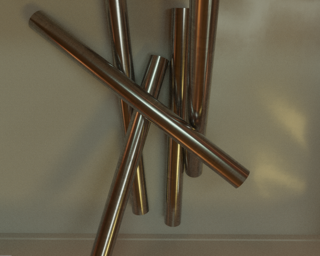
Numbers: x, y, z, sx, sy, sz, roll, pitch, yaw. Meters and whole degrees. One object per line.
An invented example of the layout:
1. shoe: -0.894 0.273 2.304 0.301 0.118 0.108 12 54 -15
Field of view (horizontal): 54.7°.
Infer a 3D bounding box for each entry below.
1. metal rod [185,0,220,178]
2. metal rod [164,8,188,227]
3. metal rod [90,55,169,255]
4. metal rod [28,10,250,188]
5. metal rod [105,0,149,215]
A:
1. metal rod: 0.041 -0.042 0.327 0.025 0.025 0.298 -3 137 1
2. metal rod: 0.022 0.000 0.411 0.025 0.025 0.298 1 110 -1
3. metal rod: -0.043 0.058 0.375 0.025 0.025 0.298 17 87 -6
4. metal rod: -0.027 -0.035 0.354 0.300 0.025 0.025 38 106 4
5. metal rod: -0.040 -0.018 0.403 0.025 0.025 0.298 -4 110 1
